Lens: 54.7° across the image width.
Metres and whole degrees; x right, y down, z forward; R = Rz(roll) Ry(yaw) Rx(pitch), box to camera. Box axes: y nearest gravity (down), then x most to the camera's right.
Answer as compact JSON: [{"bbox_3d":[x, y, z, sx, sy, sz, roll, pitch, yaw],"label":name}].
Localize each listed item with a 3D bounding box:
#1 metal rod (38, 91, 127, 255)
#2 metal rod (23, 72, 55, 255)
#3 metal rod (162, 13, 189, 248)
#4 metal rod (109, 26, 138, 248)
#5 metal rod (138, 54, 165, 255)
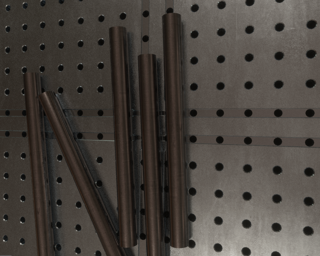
[{"bbox_3d":[-0.108,0.082,0.449,0.025,0.025,0.299,-29,81,17],"label":"metal rod"},{"bbox_3d":[-0.185,0.065,0.475,0.025,0.025,0.298,-6,88,19],"label":"metal rod"},{"bbox_3d":[0.020,0.003,0.404,0.025,0.025,0.298,-2,89,19],"label":"metal rod"},{"bbox_3d":[-0.051,0.011,0.429,0.025,0.025,0.298,-3,89,19],"label":"metal rod"},{"bbox_3d":[-0.011,0.052,0.415,0.025,0.025,0.298,-3,89,19],"label":"metal rod"}]
